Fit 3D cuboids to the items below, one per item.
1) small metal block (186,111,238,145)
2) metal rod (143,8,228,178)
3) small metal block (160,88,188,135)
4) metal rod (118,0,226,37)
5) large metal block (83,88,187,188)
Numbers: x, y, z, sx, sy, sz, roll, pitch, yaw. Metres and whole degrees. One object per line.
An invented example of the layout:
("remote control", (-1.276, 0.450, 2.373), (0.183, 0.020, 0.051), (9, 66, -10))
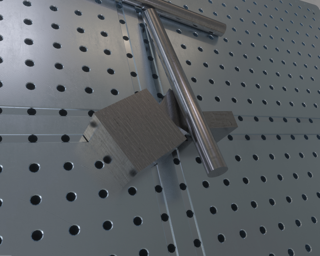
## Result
("small metal block", (0.070, 0.000, 0.430), (0.050, 0.050, 0.025), (-2, 63, -30))
("metal rod", (0.025, -0.069, 0.434), (0.025, 0.025, 0.299), (1, 53, -28))
("small metal block", (0.020, -0.019, 0.431), (0.050, 0.025, 0.050), (33, 51, -7))
("metal rod", (-0.019, -0.213, 0.527), (0.302, 0.025, 0.025), (12, 57, -22))
("large metal block", (-0.030, 0.010, 0.370), (0.081, 0.050, 0.080), (-31, 79, -38))
